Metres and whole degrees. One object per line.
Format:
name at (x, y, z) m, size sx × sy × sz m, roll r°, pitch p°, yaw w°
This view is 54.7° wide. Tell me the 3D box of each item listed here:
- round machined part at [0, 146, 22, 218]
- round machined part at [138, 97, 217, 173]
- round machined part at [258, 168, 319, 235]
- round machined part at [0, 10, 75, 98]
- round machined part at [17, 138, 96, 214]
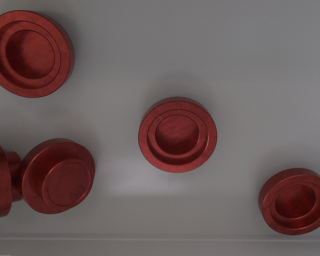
round machined part at (-0.210, 0.067, 0.406) m, size 0.042 × 0.098 × 0.097 m, roll -6°, pitch 118°, yaw -43°
round machined part at (0.022, 0.006, 0.404) m, size 0.099 × 0.042 × 0.097 m, roll 0°, pitch 110°, yaw 0°
round machined part at (0.189, 0.099, 0.440) m, size 0.099 × 0.042 × 0.097 m, roll 0°, pitch 110°, yaw 0°
round machined part at (-0.150, -0.088, 0.368) m, size 0.099 × 0.042 × 0.097 m, roll 0°, pitch 110°, yaw 0°
round machined part at (-0.125, 0.065, 0.397) m, size 0.099 × 0.042 × 0.097 m, roll -16°, pitch 115°, yaw -40°
